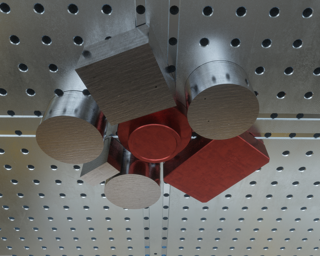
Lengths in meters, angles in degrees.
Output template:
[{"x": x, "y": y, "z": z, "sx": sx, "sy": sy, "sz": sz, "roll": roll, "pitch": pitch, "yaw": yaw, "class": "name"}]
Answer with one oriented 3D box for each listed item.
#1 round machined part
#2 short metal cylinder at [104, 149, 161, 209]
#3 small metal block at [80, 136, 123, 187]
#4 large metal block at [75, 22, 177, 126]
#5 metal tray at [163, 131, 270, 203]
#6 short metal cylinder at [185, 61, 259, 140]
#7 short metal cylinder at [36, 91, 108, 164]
[{"x": -0.007, "y": 0.008, "z": 0.406, "sx": 0.099, "sy": 0.042, "sz": 0.097, "roll": 0, "pitch": 130, "yaw": 0, "class": "round machined part"}, {"x": -0.039, "y": 0.076, "z": 0.458, "sx": 0.081, "sy": 0.050, "sz": 0.079, "roll": 0, "pitch": 130, "yaw": 0, "class": "short metal cylinder"}, {"x": -0.080, "y": 0.046, "z": 0.433, "sx": 0.050, "sy": 0.050, "sz": 0.025, "roll": -30, "pitch": 124, "yaw": 23, "class": "small metal block"}, {"x": -0.034, "y": -0.058, "z": 0.346, "sx": 0.080, "sy": 0.050, "sz": 0.080, "roll": -17, "pitch": 128, "yaw": 13, "class": "large metal block"}, {"x": 0.078, "y": 0.051, "z": 0.451, "sx": 0.090, "sy": 0.030, "sz": 0.129, "roll": 33, "pitch": 122, "yaw": -25, "class": "metal tray"}, {"x": 0.071, "y": -0.032, "z": 0.368, "sx": 0.081, "sy": 0.050, "sz": 0.079, "roll": 0, "pitch": 130, "yaw": 0, "class": "short metal cylinder"}, {"x": -0.108, "y": 0.000, "z": 0.393, "sx": 0.081, "sy": 0.050, "sz": 0.079, "roll": 0, "pitch": 130, "yaw": 0, "class": "short metal cylinder"}]
